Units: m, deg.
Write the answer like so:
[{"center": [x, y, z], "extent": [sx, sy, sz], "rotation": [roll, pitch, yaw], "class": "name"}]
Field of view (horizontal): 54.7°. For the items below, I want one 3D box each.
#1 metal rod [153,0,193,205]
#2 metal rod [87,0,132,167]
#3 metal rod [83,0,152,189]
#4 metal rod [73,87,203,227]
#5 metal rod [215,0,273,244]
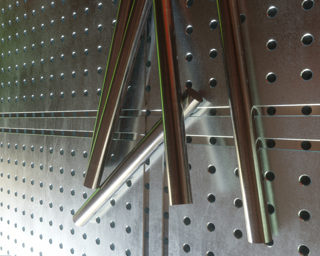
[{"center": [0.011, -0.062, 0.370], "extent": [0.025, 0.025, 0.299], "rotation": [-17, 71, 38], "class": "metal rod"}, {"center": [-0.070, -0.079, 0.464], "extent": [0.025, 0.025, 0.298], "rotation": [22, 104, 37], "class": "metal rod"}, {"center": [-0.061, -0.053, 0.445], "extent": [0.025, 0.025, 0.298], "rotation": [24, 102, 37], "class": "metal rod"}, {"center": [-0.046, 0.057, 0.444], "extent": [0.299, 0.025, 0.025], "rotation": [-48, 62, 29], "class": "metal rod"}, {"center": [0.087, -0.031, 0.336], "extent": [0.025, 0.025, 0.298], "rotation": [-11, 83, 39], "class": "metal rod"}]
